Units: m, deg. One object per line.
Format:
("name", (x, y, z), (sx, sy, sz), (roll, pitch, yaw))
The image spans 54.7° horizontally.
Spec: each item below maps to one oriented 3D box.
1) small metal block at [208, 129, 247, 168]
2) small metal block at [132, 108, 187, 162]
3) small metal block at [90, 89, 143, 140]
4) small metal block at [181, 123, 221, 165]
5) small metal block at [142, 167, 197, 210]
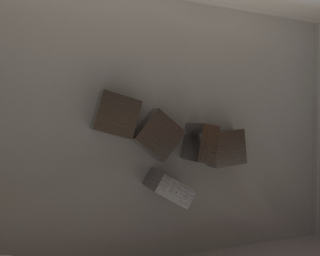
("small metal block", (0.095, 0.028, 0.445), (0.050, 0.025, 0.050), (-6, 92, -20))
("small metal block", (-0.002, 0.009, 0.408), (0.050, 0.025, 0.050), (41, 77, -16))
("small metal block", (-0.055, -0.016, 0.388), (0.050, 0.025, 0.050), (16, 85, -20))
("small metal block", (0.054, 0.020, 0.417), (0.025, 0.050, 0.050), (10, 87, -21))
("small metal block", (0.011, 0.077, 0.400), (0.050, 0.050, 0.025), (32, 81, -18))
